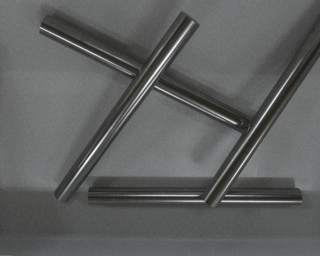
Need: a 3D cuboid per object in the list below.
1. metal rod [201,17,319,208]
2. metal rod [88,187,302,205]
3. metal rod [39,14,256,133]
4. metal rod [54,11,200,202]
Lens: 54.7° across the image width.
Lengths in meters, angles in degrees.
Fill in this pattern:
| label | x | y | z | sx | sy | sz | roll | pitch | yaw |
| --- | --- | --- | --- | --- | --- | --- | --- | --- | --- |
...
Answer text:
| label | x | y | z | sx | sy | sz | roll | pitch | yaw |
| --- | --- | --- | --- | --- | --- | --- | --- | --- | --- |
| metal rod | 0.141 | -0.030 | 0.379 | 0.025 | 0.025 | 0.299 | 30 | 99 | -11 |
| metal rod | 0.050 | 0.099 | 0.447 | 0.302 | 0.025 | 0.025 | 0 | 110 | -1 |
| metal rod | -0.001 | -0.058 | 0.389 | 0.301 | 0.025 | 0.025 | 25 | 108 | -9 |
| metal rod | -0.054 | -0.010 | 0.387 | 0.025 | 0.025 | 0.299 | 34 | 114 | -12 |
